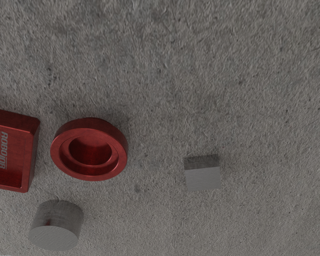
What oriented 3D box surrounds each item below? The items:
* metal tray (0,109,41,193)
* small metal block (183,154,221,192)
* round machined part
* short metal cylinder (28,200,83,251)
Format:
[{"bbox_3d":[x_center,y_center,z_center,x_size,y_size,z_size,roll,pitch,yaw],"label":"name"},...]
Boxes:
[{"bbox_3d":[-0.222,0.033,0.429,0.091,0.030,0.129,14,129,-12],"label":"metal tray"},{"bbox_3d":[0.064,0.068,0.466,0.050,0.025,0.050,-7,130,6],"label":"small metal block"},{"bbox_3d":[-0.092,0.024,0.416,0.099,0.042,0.097,0,130,0],"label":"round machined part"},{"bbox_3d":[-0.177,0.168,0.532,0.081,0.050,0.079,0,130,0],"label":"short metal cylinder"}]
